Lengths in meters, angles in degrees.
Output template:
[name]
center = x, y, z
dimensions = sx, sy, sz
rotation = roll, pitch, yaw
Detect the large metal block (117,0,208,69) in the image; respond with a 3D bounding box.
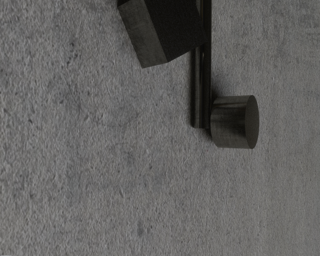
[large metal block]
center = 0.006, -0.131, 0.393
dimensions = 0.081, 0.050, 0.080
rotation = -35, 112, -34

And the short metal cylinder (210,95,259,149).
[short metal cylinder]
center = 0.115, -0.009, 0.470
dimensions = 0.080, 0.050, 0.080
rotation = -1, 91, -59

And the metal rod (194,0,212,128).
[metal rod]
center = 0.064, -0.148, 0.457
dimensions = 0.025, 0.025, 0.298
rotation = 1, 90, -40
